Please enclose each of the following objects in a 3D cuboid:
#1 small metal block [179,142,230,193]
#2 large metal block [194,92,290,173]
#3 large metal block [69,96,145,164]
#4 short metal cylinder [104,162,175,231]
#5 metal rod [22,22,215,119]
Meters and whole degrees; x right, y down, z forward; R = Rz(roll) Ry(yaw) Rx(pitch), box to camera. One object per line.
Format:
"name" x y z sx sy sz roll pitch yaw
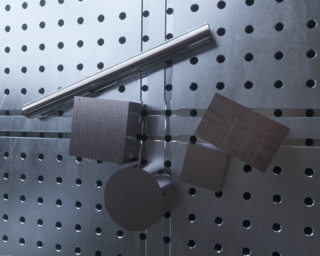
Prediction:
"small metal block" 0.057 0.048 0.392 0.050 0.025 0.050 14 95 19
"large metal block" 0.094 0.004 0.350 0.080 0.080 0.050 29 100 17
"large metal block" -0.072 0.001 0.423 0.080 0.050 0.079 7 92 19
"short metal cylinder" -0.025 0.088 0.407 0.080 0.050 0.079 0 90 19
"metal rod" -0.070 -0.073 0.436 0.300 0.025 0.025 -20 84 18
